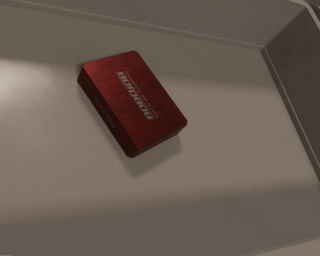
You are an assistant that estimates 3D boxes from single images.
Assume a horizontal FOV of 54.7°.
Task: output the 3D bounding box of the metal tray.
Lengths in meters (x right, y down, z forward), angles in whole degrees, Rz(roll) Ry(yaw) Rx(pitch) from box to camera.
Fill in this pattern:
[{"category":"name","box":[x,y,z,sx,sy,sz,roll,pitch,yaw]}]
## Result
[{"category":"metal tray","box":[-0.036,-0.036,0.406,0.091,0.030,0.130,-27,77,-37]}]
